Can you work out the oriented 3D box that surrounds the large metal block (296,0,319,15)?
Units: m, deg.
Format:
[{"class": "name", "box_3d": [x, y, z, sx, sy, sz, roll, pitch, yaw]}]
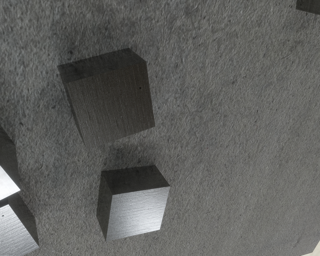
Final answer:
[{"class": "large metal block", "box_3d": [0.229, -0.195, 0.394, 0.081, 0.050, 0.079, -19, 126, -18]}]

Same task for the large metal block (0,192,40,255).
[{"class": "large metal block", "box_3d": [-0.197, 0.114, 0.354, 0.081, 0.050, 0.080, -23, 127, -15]}]

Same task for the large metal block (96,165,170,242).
[{"class": "large metal block", "box_3d": [-0.040, 0.103, 0.432, 0.081, 0.050, 0.079, -3, 120, -27]}]

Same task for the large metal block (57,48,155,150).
[{"class": "large metal block", "box_3d": [-0.056, -0.033, 0.339, 0.081, 0.050, 0.079, -19, 126, -17]}]

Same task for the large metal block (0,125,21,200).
[{"class": "large metal block", "box_3d": [-0.186, 0.037, 0.292, 0.080, 0.080, 0.050, -27, 128, -12]}]
